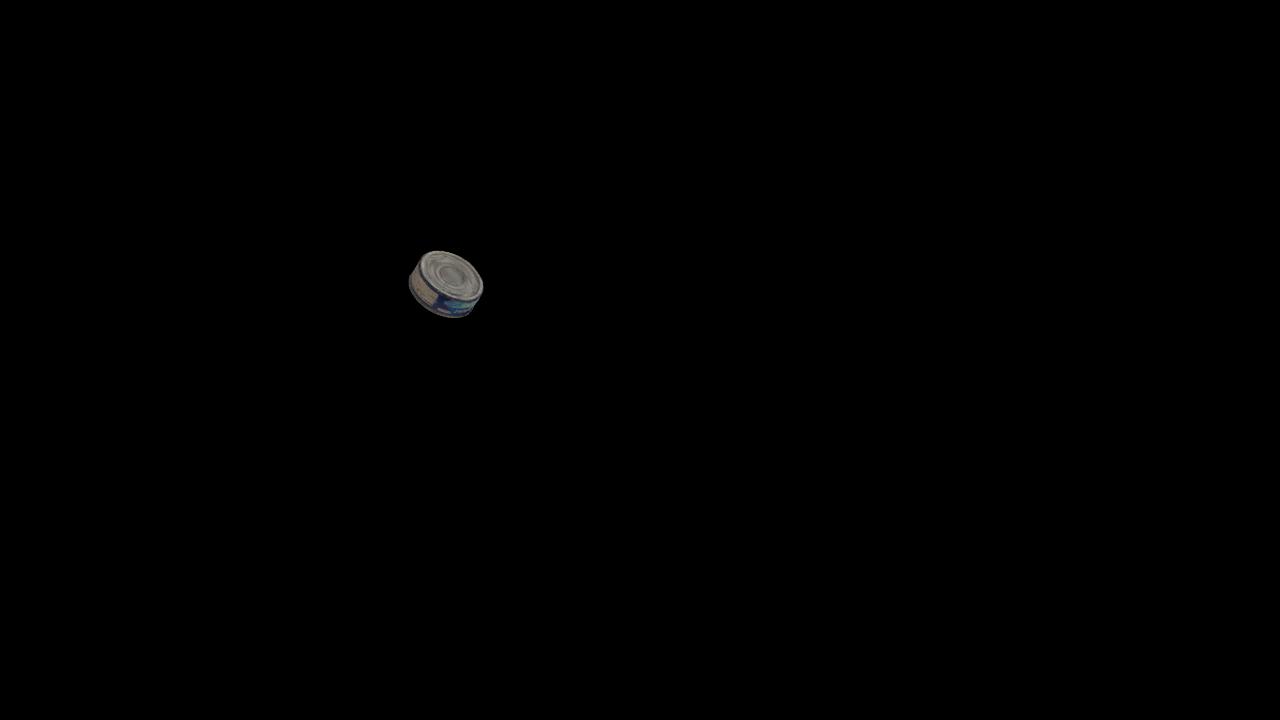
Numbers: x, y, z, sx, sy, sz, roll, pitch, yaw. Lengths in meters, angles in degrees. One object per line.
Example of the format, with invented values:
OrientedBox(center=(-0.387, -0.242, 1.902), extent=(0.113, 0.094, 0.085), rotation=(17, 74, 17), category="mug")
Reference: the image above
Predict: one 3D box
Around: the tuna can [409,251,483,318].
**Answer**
OrientedBox(center=(-0.236, -0.094, 0.754), extent=(0.084, 0.084, 0.034), rotation=(0, -36, -47), category="tuna can")
